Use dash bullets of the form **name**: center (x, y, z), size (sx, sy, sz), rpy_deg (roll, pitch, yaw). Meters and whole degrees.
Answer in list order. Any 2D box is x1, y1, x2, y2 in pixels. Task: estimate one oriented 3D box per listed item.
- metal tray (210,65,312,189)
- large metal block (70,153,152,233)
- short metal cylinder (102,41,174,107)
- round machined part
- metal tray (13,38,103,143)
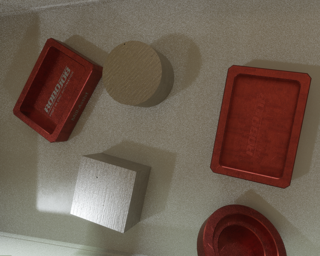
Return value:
- **metal tray**: center (0.117, -0.003, 0.366), size (0.090, 0.030, 0.129), rpy_deg (11, 94, 19)
- **large metal block**: center (-0.066, 0.084, 0.419), size (0.080, 0.050, 0.079), rpy_deg (13, 94, 19)
- **short metal cylinder**: center (-0.027, -0.068, 0.406), size (0.080, 0.050, 0.079), rpy_deg (0, 90, 19)
- **round machined part**: center (0.088, 0.141, 0.351), size (0.098, 0.099, 0.042), rpy_deg (42, 143, 15)
- **metal tray**: center (-0.152, -0.054, 0.459), size (0.090, 0.030, 0.129), rpy_deg (34, 100, 16)
